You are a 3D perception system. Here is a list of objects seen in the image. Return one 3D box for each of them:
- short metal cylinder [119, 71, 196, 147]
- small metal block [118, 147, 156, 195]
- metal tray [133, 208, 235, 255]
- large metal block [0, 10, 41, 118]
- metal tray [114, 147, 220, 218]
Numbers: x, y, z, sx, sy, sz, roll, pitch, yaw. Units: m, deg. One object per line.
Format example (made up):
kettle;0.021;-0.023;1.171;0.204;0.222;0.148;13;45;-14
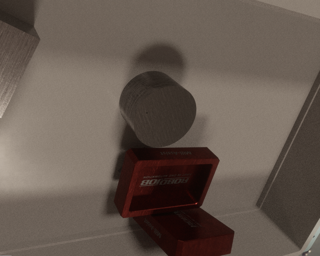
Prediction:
short metal cylinder;-0.003;-0.023;0.378;0.081;0.050;0.079;-14;125;-21
small metal block;-0.022;0.063;0.437;0.050;0.025;0.050;-42;130;0
metal tray;0.029;0.137;0.441;0.091;0.130;0.030;3;100;-30
large metal block;-0.162;-0.065;0.264;0.080;0.050;0.080;22;106;-37
metal tray;0.010;0.072;0.425;0.131;0.030;0.089;1;118;-30
